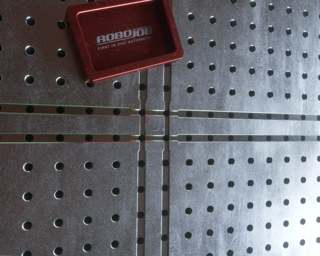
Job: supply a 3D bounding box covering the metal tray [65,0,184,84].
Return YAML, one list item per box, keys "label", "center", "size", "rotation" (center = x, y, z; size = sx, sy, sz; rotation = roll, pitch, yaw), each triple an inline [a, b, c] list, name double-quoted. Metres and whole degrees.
- label: "metal tray"
  center: [-0.043, -0.116, 0.394]
  size: [0.131, 0.030, 0.089]
  rotation: [-19, 97, -20]
